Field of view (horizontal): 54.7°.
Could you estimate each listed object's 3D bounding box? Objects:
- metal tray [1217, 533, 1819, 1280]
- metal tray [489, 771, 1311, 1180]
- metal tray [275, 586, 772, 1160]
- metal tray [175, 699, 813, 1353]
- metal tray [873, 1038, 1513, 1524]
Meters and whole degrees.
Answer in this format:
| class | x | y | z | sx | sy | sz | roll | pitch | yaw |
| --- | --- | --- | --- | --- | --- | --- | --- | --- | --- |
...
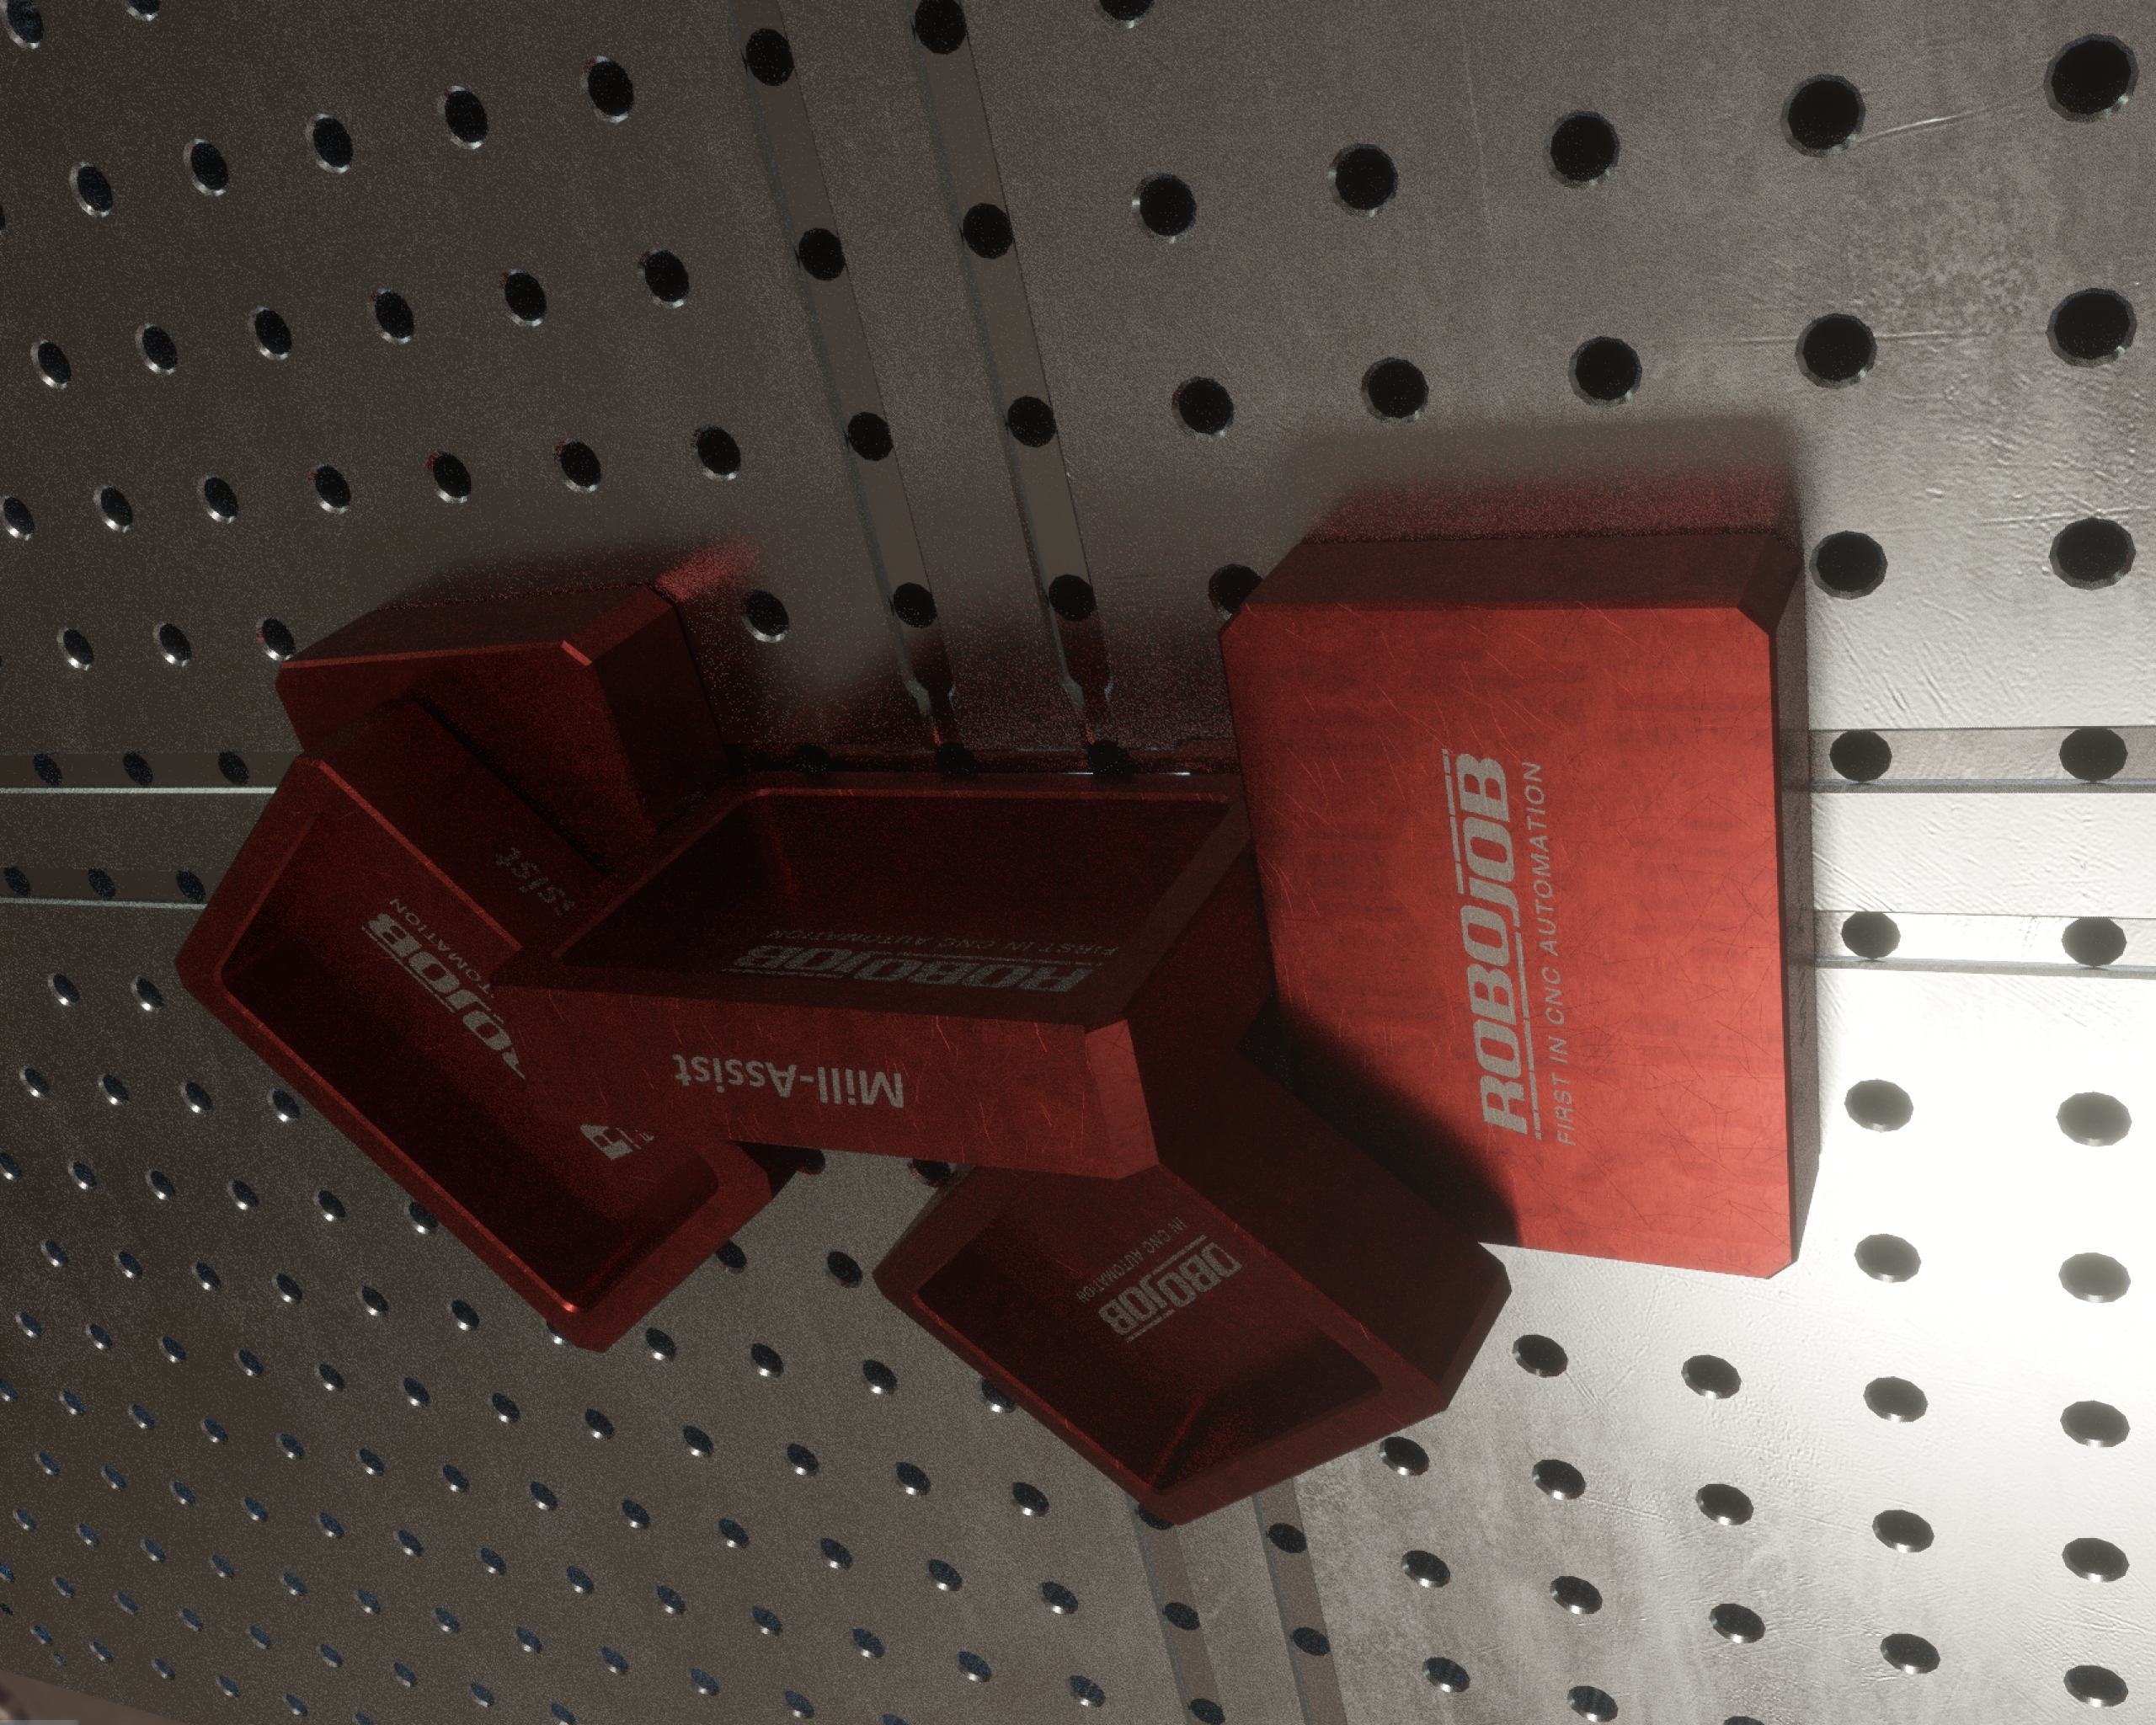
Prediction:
| class | x | y | z | sx | sy | sz | roll | pitch | yaw |
| --- | --- | --- | --- | --- | --- | --- | --- | --- | --- |
| metal tray | 0.081 | 0.009 | 0.369 | 0.090 | 0.030 | 0.129 | 3 | 120 | 26 |
| metal tray | -0.031 | 0.016 | 0.393 | 0.130 | 0.090 | 0.030 | 2 | 119 | 27 |
| metal tray | -0.115 | 0.006 | 0.470 | 0.090 | 0.030 | 0.129 | -1 | 119 | 28 |
| metal tray | -0.126 | 0.038 | 0.455 | 0.130 | 0.030 | 0.090 | 44 | 128 | -3 |
| metal tray | 0.017 | 0.086 | 0.427 | 0.090 | 0.030 | 0.129 | 39 | 146 | 0 |
